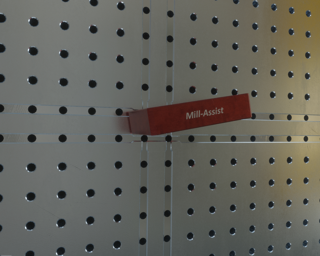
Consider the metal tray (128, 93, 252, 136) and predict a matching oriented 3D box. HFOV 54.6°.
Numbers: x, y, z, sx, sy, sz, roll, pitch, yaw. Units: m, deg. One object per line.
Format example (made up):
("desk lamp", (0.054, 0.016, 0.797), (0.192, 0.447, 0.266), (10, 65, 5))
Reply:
("metal tray", (0.035, -0.017, 0.390), (0.131, 0.090, 0.030), (-10, 94, -20))
